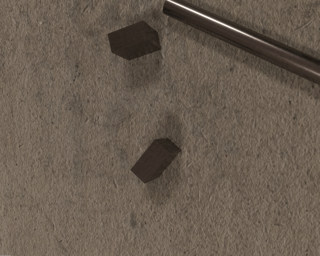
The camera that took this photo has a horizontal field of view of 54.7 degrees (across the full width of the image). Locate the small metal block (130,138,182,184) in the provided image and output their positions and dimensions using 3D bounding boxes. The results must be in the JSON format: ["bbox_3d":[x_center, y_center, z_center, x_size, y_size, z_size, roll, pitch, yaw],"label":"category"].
[{"bbox_3d":[-0.004,0.040,0.396,0.025,0.050,0.050,42,103,15],"label":"small metal block"}]

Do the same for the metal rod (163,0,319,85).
[{"bbox_3d":[0.135,-0.088,0.361,0.301,0.025,0.025,30,100,17],"label":"metal rod"}]

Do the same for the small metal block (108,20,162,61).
[{"bbox_3d":[-0.032,-0.113,0.406,0.050,0.050,0.025,-14,86,19],"label":"small metal block"}]
